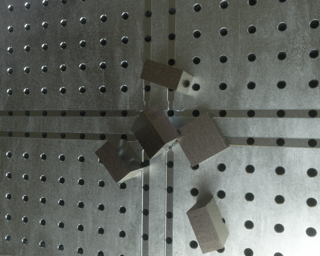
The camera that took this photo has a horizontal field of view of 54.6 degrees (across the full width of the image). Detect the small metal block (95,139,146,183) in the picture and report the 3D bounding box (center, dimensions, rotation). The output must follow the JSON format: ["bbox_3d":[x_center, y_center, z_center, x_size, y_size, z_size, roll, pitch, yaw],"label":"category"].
[{"bbox_3d":[-0.052,0.043,0.418,0.025,0.050,0.050,-41,77,15],"label":"small metal block"}]

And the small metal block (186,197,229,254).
[{"bbox_3d":[0.059,0.117,0.379,0.025,0.050,0.050,-25,82,18],"label":"small metal block"}]

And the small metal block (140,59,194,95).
[{"bbox_3d":[0.010,-0.065,0.396,0.050,0.050,0.025,22,97,19],"label":"small metal block"}]

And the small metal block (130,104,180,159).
[{"bbox_3d":[-0.008,0.006,0.402,0.050,0.025,0.050,56,145,11],"label":"small metal block"}]

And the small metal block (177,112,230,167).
[{"bbox_3d":[0.053,0.015,0.394,0.050,0.025,0.050,-32,80,17],"label":"small metal block"}]
